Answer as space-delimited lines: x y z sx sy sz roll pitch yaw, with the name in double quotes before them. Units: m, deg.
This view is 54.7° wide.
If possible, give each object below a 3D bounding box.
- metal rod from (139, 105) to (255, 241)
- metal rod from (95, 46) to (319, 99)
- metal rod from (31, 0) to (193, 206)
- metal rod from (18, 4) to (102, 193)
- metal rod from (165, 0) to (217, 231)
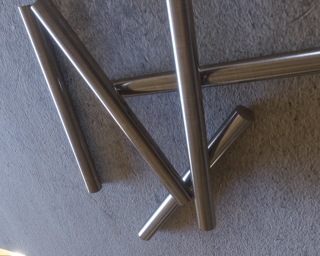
"metal rod" 0.035 0.083 0.439 0.025 0.025 0.298 35 129 5
"metal rod" 0.050 -0.057 0.345 0.300 0.025 0.025 -3 117 29
"metal rod" -0.052 -0.024 0.385 0.025 0.025 0.299 -27 104 37
"metal rod" -0.140 -0.027 0.463 0.025 0.025 0.298 2 119 27
"metal rod" 0.039 0.000 0.351 0.025 0.025 0.298 4 120 26
